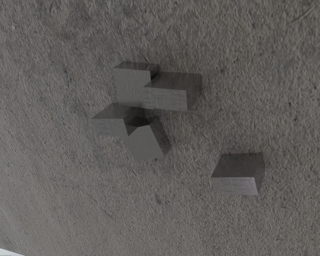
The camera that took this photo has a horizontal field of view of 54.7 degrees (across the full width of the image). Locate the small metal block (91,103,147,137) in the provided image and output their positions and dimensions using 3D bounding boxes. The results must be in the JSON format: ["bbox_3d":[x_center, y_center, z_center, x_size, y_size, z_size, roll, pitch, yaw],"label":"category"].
[{"bbox_3d":[-0.054,-0.012,0.411,0.050,0.050,0.025,1,118,28],"label":"small metal block"}]

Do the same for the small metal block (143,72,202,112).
[{"bbox_3d":[0.016,-0.043,0.356,0.050,0.050,0.025,8,122,24],"label":"small metal block"}]

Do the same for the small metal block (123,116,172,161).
[{"bbox_3d":[-0.019,0.015,0.426,0.050,0.025,0.050,-11,114,33],"label":"small metal block"}]

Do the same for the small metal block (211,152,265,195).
[{"bbox_3d":[0.095,0.055,0.374,0.050,0.050,0.025,-6,116,31],"label":"small metal block"}]

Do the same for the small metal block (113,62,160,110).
[{"bbox_3d":[-0.027,-0.054,0.388,0.050,0.025,0.050,9,123,23],"label":"small metal block"}]
